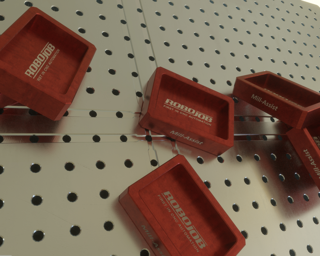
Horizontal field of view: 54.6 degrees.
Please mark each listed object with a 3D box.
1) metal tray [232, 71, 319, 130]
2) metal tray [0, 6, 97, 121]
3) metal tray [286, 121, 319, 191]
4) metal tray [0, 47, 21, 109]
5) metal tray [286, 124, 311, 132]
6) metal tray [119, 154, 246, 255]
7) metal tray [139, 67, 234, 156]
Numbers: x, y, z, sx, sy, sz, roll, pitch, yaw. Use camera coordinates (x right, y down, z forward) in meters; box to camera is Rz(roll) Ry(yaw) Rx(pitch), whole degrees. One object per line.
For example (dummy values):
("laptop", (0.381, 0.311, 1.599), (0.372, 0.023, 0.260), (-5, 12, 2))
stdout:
("metal tray", (0.195, -0.050, 0.498), (0.091, 0.030, 0.130), (-16, 39, -34))
("metal tray", (-0.131, -0.077, 0.350), (0.090, 0.030, 0.130), (31, 36, -21))
("metal tray", (0.263, 0.045, 0.479), (0.091, 0.030, 0.130), (-12, 68, -31))
("metal tray", (-0.217, -0.073, 0.332), (0.091, 0.030, 0.130), (-34, 81, -38))
("metal tray", (0.283, 0.025, 0.541), (0.091, 0.030, 0.130), (-8, 66, -32))
("metal tray", (0.027, 0.105, 0.354), (0.091, 0.030, 0.130), (-29, 78, -37))
("metal tray", (0.043, -0.024, 0.441), (0.131, 0.030, 0.090), (21, 54, -16))
